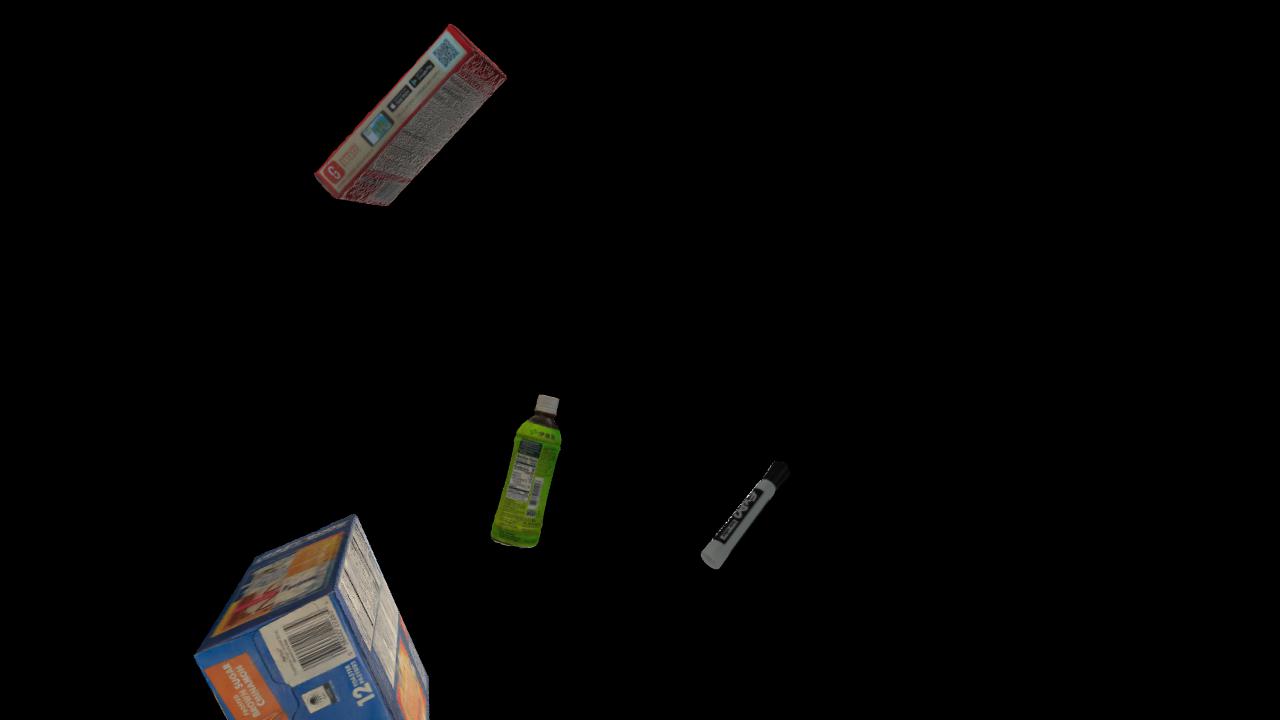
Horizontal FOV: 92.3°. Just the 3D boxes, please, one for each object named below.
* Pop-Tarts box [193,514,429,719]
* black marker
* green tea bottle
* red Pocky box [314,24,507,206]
[{"bbox_3d":[-0.218,0.222,0.441,0.083,0.167,0.141,-20,13,-16],"label":"Pop-Tarts box"},{"bbox_3d":[0.094,0.129,0.530,0.020,0.020,0.121,0,33,49],"label":"black marker"},{"bbox_3d":[-0.154,0.155,0.875,0.073,0.212,0.073,14,-6,2],"label":"green tea bottle"},{"bbox_3d":[-0.177,-0.186,0.485,0.155,0.028,0.083,-42,3,10],"label":"red Pocky box"}]
